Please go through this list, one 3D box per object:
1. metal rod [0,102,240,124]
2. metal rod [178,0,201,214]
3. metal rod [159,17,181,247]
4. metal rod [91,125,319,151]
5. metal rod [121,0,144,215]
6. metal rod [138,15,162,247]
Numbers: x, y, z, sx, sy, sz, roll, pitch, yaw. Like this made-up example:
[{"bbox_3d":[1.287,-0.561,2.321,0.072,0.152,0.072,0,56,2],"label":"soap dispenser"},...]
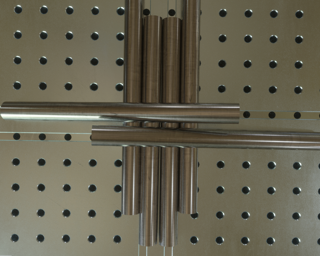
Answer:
[{"bbox_3d":[-0.056,-0.020,0.390,0.301,0.025,0.025,1,90,9],"label":"metal rod"},{"bbox_3d":[0.039,-0.038,0.413,0.025,0.025,0.298,1,90,0],"label":"metal rod"},{"bbox_3d":[0.014,0.005,0.414,0.025,0.025,0.298,1,90,0],"label":"metal rod"},{"bbox_3d":[0.068,0.013,0.393,0.302,0.025,0.025,2,90,-9],"label":"metal rod"},{"bbox_3d":[-0.037,-0.037,0.412,0.025,0.025,0.298,1,90,0],"label":"metal rod"},{"bbox_3d":[-0.013,0.004,0.412,0.025,0.025,0.298,1,90,0],"label":"metal rod"}]
